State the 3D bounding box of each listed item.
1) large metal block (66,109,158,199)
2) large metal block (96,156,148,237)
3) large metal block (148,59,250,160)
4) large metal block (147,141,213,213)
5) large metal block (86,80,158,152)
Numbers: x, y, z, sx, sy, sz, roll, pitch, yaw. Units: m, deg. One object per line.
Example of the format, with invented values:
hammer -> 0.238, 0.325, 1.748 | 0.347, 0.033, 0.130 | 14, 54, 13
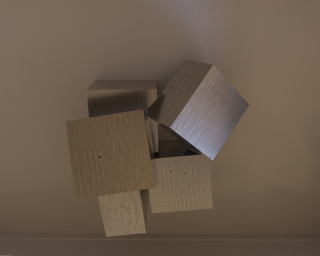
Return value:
large metal block -> -0.049, 0.028, 0.337 | 0.080, 0.050, 0.080 | -9, 85, 3
large metal block -> -0.047, 0.083, 0.410 | 0.050, 0.080, 0.079 | -6, 110, 2
large metal block -> 0.045, -0.021, 0.362 | 0.080, 0.050, 0.080 | 37, 85, -37
large metal block -> 0.025, 0.064, 0.418 | 0.080, 0.050, 0.079 | -5, 110, 1
large metal block -> -0.043, -0.016, 0.390 | 0.081, 0.050, 0.079 | -1, 110, 0
